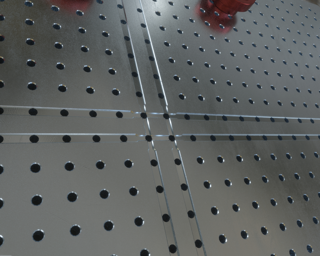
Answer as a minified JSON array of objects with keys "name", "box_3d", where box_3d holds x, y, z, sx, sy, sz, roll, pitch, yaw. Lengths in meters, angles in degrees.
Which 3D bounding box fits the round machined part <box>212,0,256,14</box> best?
[{"name":"round machined part","box_3d":[0.146,-0.276,0.643,0.099,0.042,0.098,13,56,-21]}]
